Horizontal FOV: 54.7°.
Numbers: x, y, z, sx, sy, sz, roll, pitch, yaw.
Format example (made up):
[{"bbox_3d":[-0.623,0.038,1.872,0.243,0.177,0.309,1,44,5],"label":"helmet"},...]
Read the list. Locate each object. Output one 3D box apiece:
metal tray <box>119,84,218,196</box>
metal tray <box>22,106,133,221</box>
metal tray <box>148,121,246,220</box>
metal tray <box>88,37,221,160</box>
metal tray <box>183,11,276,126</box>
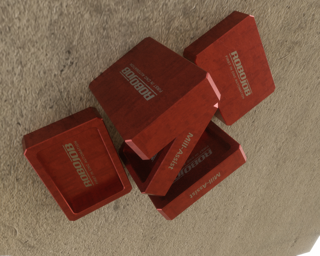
[{"bbox_3d":[0.004,0.004,0.372,0.030,0.090,0.129,18,109,-36],"label":"metal tray"},{"bbox_3d":[-0.096,0.048,0.383,0.091,0.030,0.129,-26,128,-13],"label":"metal tray"},{"bbox_3d":[0.037,0.050,0.419,0.130,0.090,0.030,-37,130,-4],"label":"metal tray"},{"bbox_3d":[-0.013,-0.038,0.311,0.090,0.130,0.030,-40,130,-2],"label":"metal tray"},{"bbox_3d":[0.097,-0.075,0.414,0.090,0.030,0.130,-38,130,-3],"label":"metal tray"}]
